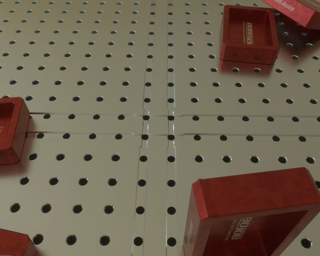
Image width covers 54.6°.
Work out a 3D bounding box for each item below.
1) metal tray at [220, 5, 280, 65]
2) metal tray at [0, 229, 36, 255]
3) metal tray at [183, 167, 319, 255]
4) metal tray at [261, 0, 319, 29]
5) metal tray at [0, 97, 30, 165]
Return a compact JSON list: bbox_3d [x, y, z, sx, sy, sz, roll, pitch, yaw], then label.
[{"bbox_3d":[0.155,-0.167,0.545,0.090,0.030,0.130,7,50,5],"label":"metal tray"},{"bbox_3d":[-0.180,0.152,0.269,0.090,0.030,0.130,12,51,1],"label":"metal tray"},{"bbox_3d":[0.070,0.085,0.268,0.091,0.129,0.030,-6,51,-5],"label":"metal tray"},{"bbox_3d":[0.257,-0.228,0.579,0.091,0.030,0.130,-11,48,-35],"label":"metal tray"},{"bbox_3d":[-0.244,0.006,0.398,0.131,0.030,0.090,-5,50,-4],"label":"metal tray"}]
